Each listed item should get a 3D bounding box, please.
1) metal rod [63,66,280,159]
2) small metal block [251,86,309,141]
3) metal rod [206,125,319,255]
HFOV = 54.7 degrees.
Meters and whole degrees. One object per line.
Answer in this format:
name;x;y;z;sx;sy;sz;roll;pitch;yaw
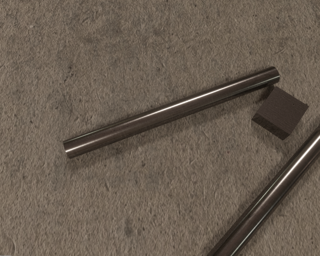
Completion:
metal rod;0.021;-0.024;0.416;0.302;0.025;0.025;-20;72;-8
small metal block;0.161;-0.020;0.417;0.050;0.025;0.050;36;74;12
metal rod;0.163;0.059;0.388;0.025;0.025;0.301;43;75;13
